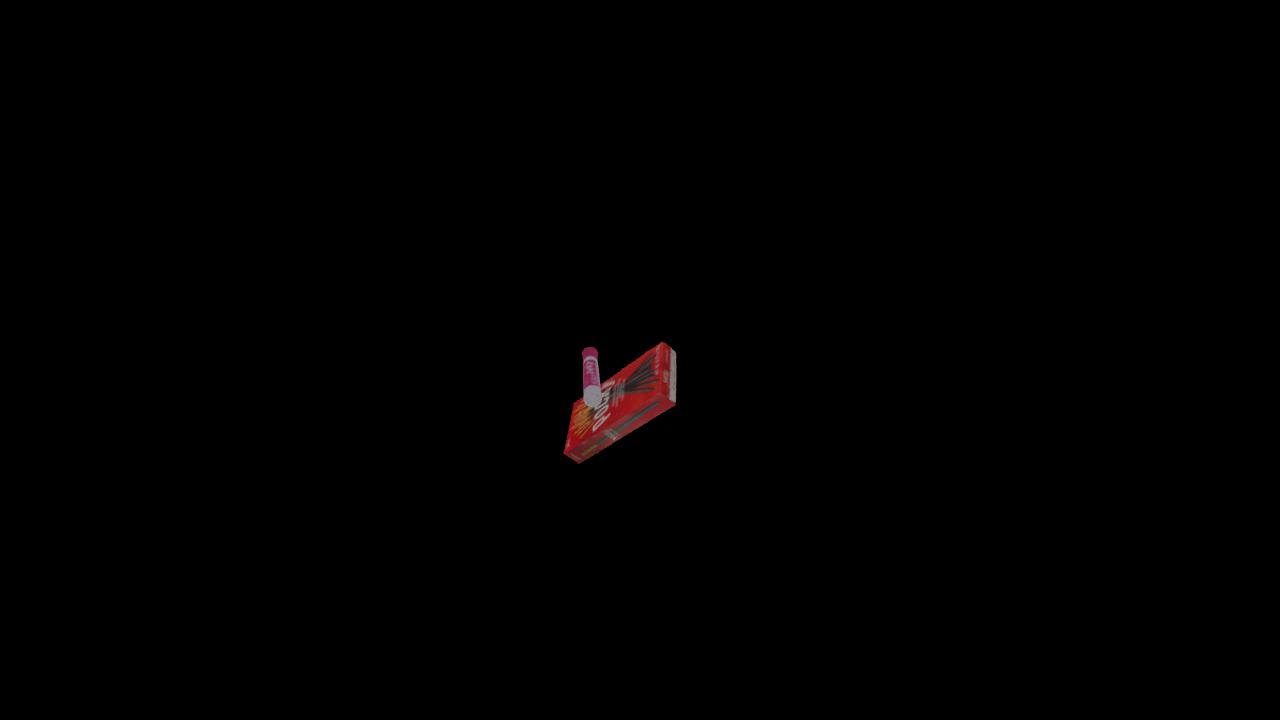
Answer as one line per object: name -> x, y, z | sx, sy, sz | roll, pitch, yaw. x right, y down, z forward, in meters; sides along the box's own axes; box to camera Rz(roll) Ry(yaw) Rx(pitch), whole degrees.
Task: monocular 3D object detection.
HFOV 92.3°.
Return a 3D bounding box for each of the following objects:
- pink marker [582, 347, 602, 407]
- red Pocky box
pink marker -> -0.053, 0.015, 0.668 | 0.020, 0.020, 0.121 | 0, 24, -6
red Pocky box -> -0.023, 0.050, 0.694 | 0.155, 0.083, 0.028 | -35, -57, 30
